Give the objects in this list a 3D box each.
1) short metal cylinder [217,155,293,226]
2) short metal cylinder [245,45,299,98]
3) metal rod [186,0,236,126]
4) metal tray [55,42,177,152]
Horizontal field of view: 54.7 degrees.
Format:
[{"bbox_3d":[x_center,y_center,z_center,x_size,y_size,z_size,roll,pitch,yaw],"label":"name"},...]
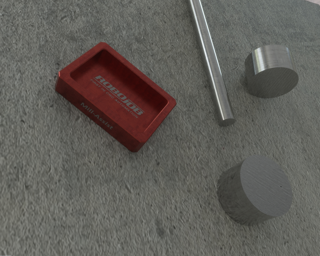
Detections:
[{"bbox_3d":[0.123,0.081,0.404,0.081,0.050,0.080,14,56,-21],"label":"short metal cylinder"},{"bbox_3d":[0.188,-0.095,0.527,0.081,0.080,0.050,15,56,-20],"label":"short metal cylinder"},{"bbox_3d":[0.079,-0.139,0.531,0.025,0.025,0.299,5,59,-26],"label":"metal rod"},{"bbox_3d":[-0.053,-0.042,0.397,0.130,0.030,0.090,39,51,-2],"label":"metal tray"}]
